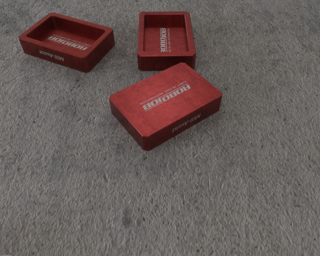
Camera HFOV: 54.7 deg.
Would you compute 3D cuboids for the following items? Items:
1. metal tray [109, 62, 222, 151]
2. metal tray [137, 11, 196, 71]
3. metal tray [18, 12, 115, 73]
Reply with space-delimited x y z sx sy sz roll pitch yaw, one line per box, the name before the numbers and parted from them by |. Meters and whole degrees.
metal tray | 0.008 -0.035 0.429 0.131 0.030 0.090 -29 56 -22
metal tray | 0.009 -0.151 0.526 0.091 0.030 0.130 -1 50 -1
metal tray | -0.154 -0.147 0.522 0.130 0.030 0.090 19 53 15
